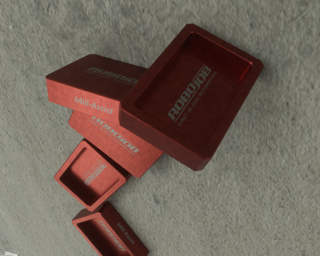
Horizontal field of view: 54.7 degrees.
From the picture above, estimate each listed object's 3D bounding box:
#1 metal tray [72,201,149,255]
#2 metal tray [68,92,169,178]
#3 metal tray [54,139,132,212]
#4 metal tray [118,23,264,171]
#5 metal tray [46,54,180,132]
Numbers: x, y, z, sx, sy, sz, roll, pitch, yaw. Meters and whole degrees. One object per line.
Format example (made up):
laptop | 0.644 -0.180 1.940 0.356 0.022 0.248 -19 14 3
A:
metal tray | -0.092 0.202 0.575 0.090 0.030 0.130 -27 104 37
metal tray | -0.055 0.001 0.424 0.130 0.030 0.089 38 133 -2
metal tray | -0.109 0.074 0.504 0.090 0.030 0.129 43 129 -3
metal tray | 0.033 -0.035 0.298 0.090 0.130 0.030 32 152 7
metal tray | -0.052 -0.046 0.362 0.130 0.090 0.030 18 126 17
